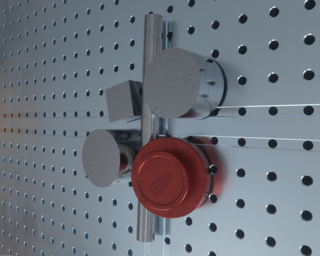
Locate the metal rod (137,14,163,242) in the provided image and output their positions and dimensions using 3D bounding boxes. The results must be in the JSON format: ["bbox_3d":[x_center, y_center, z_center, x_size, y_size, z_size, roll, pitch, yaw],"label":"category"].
[{"bbox_3d":[-0.014,0.001,0.415,0.025,0.025,0.298,4,92,40],"label":"metal rod"}]

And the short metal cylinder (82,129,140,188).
[{"bbox_3d":[-0.066,0.041,0.442,0.080,0.050,0.079,0,90,40],"label":"short metal cylinder"}]

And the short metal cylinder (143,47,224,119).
[{"bbox_3d":[0.027,-0.050,0.365,0.080,0.050,0.079,0,90,40],"label":"short metal cylinder"}]

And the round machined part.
[{"bbox_3d":[0.008,0.060,0.371,0.098,0.042,0.097,0,89,24],"label":"round machined part"}]

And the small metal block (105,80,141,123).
[{"bbox_3d":[-0.050,-0.037,0.445,0.050,0.025,0.050,-14,81,39],"label":"small metal block"}]
